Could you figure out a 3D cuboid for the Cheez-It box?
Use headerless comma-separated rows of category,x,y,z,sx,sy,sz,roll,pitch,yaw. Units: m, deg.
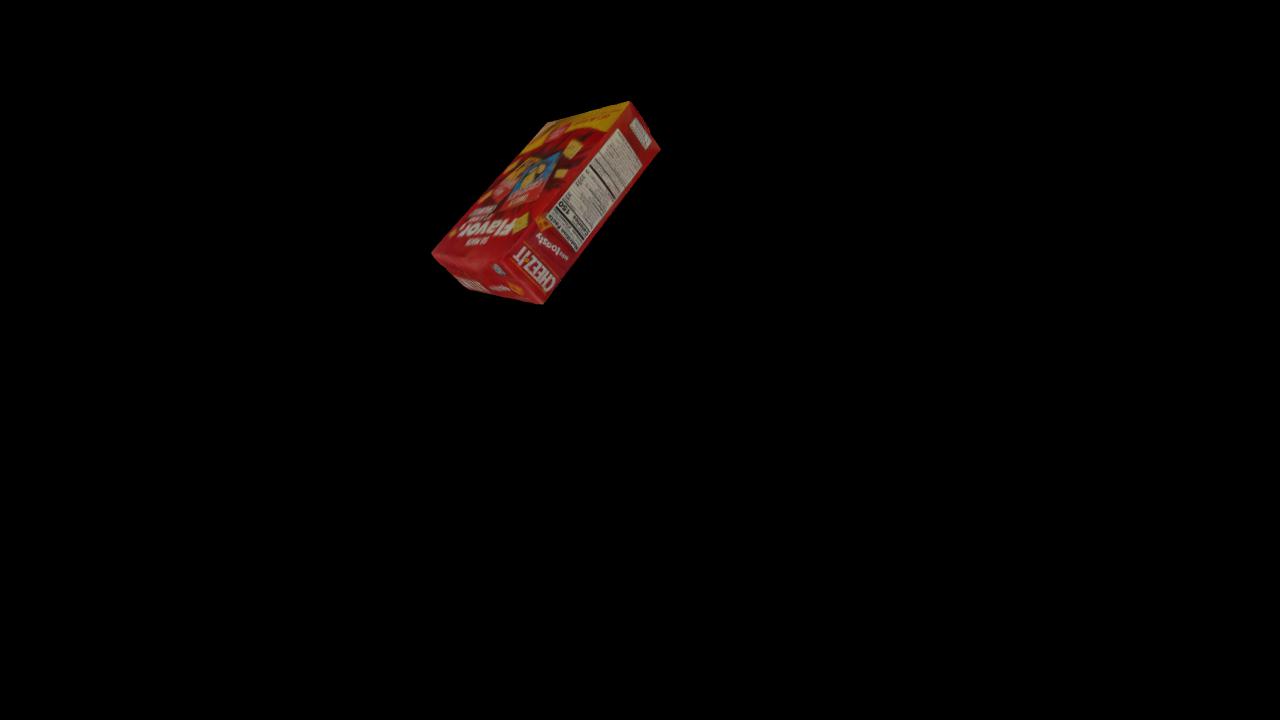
Cheez-It box,-0.103,-0.169,0.664,0.166,0.223,0.071,14,-27,49
